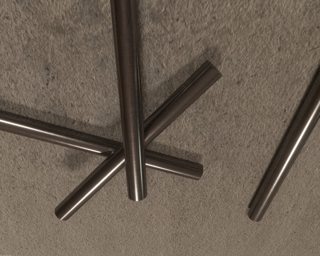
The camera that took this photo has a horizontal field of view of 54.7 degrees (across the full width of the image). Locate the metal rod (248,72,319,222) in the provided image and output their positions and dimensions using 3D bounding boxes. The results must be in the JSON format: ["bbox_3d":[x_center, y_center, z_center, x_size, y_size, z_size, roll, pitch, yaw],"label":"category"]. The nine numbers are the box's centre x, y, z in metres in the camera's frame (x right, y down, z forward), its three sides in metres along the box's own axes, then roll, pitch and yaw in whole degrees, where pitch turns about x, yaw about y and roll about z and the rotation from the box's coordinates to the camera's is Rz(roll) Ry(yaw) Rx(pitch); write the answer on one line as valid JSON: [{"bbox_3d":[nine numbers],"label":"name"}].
[{"bbox_3d":[0.182,0.040,0.443,0.025,0.025,0.298,5,130,-5],"label":"metal rod"}]

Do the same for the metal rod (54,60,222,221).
[{"bbox_3d":[-0.040,0.028,0.402,0.025,0.025,0.299,36,112,-27],"label":"metal rod"}]

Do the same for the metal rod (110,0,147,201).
[{"bbox_3d":[-0.032,-0.043,0.332,0.025,0.025,0.298,-1,119,0],"label":"metal rod"}]

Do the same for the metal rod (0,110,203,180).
[{"bbox_3d":[-0.081,0.026,0.427,0.302,0.025,0.025,16,128,-14],"label":"metal rod"}]
